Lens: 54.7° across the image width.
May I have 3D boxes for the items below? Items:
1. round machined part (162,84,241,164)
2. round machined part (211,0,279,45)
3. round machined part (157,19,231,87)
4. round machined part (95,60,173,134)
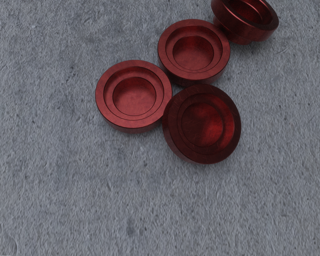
[{"bbox_3d":[0.048,-0.003,0.388,0.099,0.042,0.097,3,81,-20],"label":"round machined part"},{"bbox_3d":[0.116,-0.158,0.444,0.099,0.042,0.098,13,52,-17],"label":"round machined part"},{"bbox_3d":[0.046,-0.100,0.436,0.099,0.042,0.098,0,70,0],"label":"round machined part"},{"bbox_3d":[-0.033,-0.038,0.413,0.099,0.042,0.098,0,70,0],"label":"round machined part"}]
